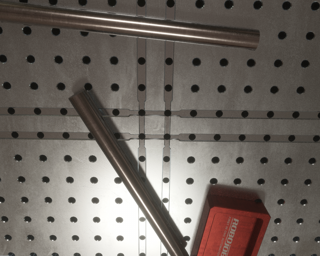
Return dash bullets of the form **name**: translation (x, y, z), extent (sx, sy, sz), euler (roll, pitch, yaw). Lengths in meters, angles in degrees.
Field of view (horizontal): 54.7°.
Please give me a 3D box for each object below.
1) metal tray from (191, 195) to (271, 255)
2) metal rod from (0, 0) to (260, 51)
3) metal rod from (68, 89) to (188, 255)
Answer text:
- **metal tray**: translation (0.104, 0.171, 0.475), extent (0.091, 0.030, 0.129), euler (10, 110, -4)
- **metal rod**: translation (-0.034, -0.121, 0.368), extent (0.302, 0.025, 0.025), euler (6, 110, -3)
- **metal rod**: translation (-0.036, 0.080, 0.442), extent (0.025, 0.025, 0.299), euler (-26, 108, 9)
